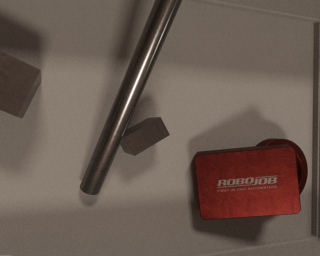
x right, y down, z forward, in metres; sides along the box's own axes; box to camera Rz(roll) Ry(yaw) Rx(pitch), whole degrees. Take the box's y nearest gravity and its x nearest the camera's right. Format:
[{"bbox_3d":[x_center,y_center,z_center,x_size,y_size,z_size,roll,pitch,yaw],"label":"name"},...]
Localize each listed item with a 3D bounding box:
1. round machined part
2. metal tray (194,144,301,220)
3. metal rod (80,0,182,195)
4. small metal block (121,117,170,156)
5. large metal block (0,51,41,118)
[{"bbox_3d":[0.169,0.064,0.466,0.099,0.042,0.097,0,90,-21],"label":"round machined part"},{"bbox_3d":[0.116,0.073,0.423,0.131,0.030,0.089,-6,93,7],"label":"metal tray"},{"bbox_3d":[-0.026,-0.054,0.338,0.025,0.025,0.298,19,108,-20],"label":"metal rod"},{"bbox_3d":[-0.023,0.009,0.390,0.050,0.050,0.025,-30,101,-18],"label":"small metal block"},{"bbox_3d":[-0.172,-0.050,0.318,0.080,0.080,0.050,26,82,-19],"label":"large metal block"}]
